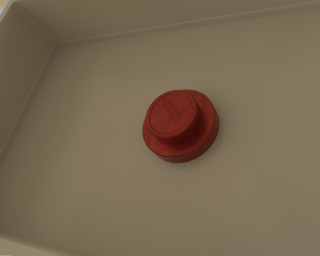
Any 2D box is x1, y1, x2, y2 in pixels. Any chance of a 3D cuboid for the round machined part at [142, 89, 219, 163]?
[{"bbox_3d":[0.021,-0.009,0.390,0.098,0.042,0.098,-13,56,21],"label":"round machined part"}]
